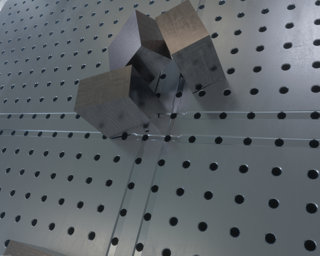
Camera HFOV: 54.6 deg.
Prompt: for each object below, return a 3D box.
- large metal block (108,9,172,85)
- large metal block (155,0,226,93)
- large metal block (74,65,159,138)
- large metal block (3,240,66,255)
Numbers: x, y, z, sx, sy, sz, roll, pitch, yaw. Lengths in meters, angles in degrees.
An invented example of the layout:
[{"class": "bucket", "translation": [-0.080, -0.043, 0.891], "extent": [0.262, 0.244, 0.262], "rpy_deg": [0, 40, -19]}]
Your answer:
[{"class": "large metal block", "translation": [-0.033, -0.110, 0.458], "extent": [0.080, 0.050, 0.080], "rpy_deg": [-42, 44, 37]}, {"class": "large metal block", "translation": [0.041, -0.109, 0.418], "extent": [0.050, 0.080, 0.080], "rpy_deg": [-26, 53, 10]}, {"class": "large metal block", "translation": [-0.056, -0.032, 0.423], "extent": [0.080, 0.080, 0.050], "rpy_deg": [-12, 57, 22]}, {"class": "large metal block", "translation": [-0.146, 0.183, 0.358], "extent": [0.080, 0.050, 0.080], "rpy_deg": [3, 63, 30]}]
